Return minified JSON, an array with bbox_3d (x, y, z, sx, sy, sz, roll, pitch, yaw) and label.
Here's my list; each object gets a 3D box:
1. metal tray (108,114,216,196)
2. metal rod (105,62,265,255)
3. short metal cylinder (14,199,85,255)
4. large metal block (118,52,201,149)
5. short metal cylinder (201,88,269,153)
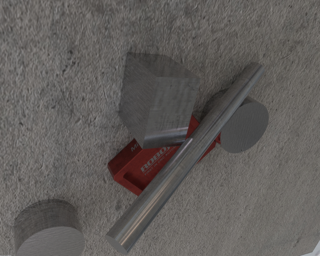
[{"bbox_3d":[0.005,0.037,0.428,0.130,0.030,0.090,-43,130,2],"label":"metal tray"},{"bbox_3d":[0.048,0.010,0.349,0.301,0.025,0.025,-46,136,-34],"label":"metal rod"},{"bbox_3d":[-0.143,0.139,0.399,0.081,0.050,0.079,-14,124,-21],"label":"short metal cylinder"},{"bbox_3d":[-0.005,-0.033,0.348,0.050,0.080,0.079,-3,120,-27],"label":"large metal block"},{"bbox_3d":[0.106,-0.011,0.442,0.081,0.050,0.079,-14,124,-21],"label":"short metal cylinder"}]
